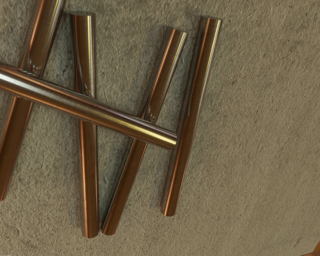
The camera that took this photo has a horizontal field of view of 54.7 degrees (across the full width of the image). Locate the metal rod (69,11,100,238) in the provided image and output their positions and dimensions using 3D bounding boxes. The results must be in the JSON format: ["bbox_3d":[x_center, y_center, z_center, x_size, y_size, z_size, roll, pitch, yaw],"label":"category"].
[{"bbox_3d":[-0.087,0.019,0.370,0.025,0.025,0.298,-9,122,-24],"label":"metal rod"}]

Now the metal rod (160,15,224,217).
[{"bbox_3d":[0.037,0.002,0.428,0.025,0.025,0.298,-4,120,-27],"label":"metal rod"}]

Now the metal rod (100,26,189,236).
[{"bbox_3d":[-0.028,0.019,0.402,0.025,0.025,0.298,7,115,-32],"label":"metal rod"}]

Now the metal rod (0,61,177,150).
[{"bbox_3d":[-0.100,-0.029,0.299,0.302,0.025,0.025,22,107,-36],"label":"metal rod"}]

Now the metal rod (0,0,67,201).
[{"bbox_3d":[-0.128,-0.053,0.303,0.025,0.025,0.298,12,112,-34],"label":"metal rod"}]
